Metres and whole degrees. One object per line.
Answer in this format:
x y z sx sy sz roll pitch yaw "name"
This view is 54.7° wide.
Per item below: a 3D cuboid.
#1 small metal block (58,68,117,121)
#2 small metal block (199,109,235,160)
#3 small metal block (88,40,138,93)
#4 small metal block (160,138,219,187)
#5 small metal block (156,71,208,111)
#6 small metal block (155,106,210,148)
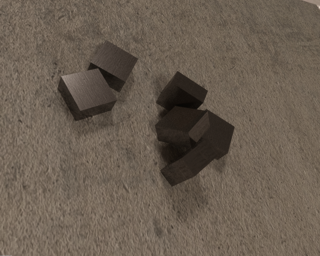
-0.090 -0.042 0.382 0.050 0.025 0.050 -22 74 -36 "small metal block"
0.074 0.009 0.440 0.050 0.025 0.050 31 51 -8 "small metal block"
-0.064 -0.084 0.422 0.050 0.025 0.050 29 52 -10 "small metal block"
0.036 0.043 0.381 0.050 0.050 0.025 -33 87 -38 "small metal block"
0.030 -0.043 0.432 0.050 0.050 0.025 32 52 -8 "small metal block"
0.030 -0.002 0.405 0.050 0.025 0.050 12 40 34 "small metal block"
